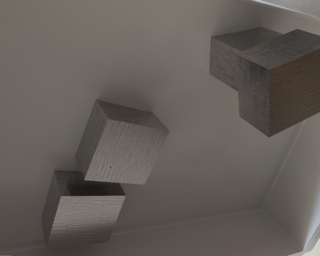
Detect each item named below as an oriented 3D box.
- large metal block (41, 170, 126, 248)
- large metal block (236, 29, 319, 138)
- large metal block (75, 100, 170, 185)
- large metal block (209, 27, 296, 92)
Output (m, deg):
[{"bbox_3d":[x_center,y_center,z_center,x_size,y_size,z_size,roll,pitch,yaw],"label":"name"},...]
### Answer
[{"bbox_3d":[-0.101,0.103,0.401,0.081,0.050,0.079,8,115,-32],"label":"large metal block"},{"bbox_3d":[0.132,-0.049,0.330,0.081,0.050,0.080,-24,127,-14],"label":"large metal block"},{"bbox_3d":[-0.047,0.019,0.378,0.081,0.050,0.079,12,113,-33],"label":"large metal block"},{"bbox_3d":[0.118,-0.085,0.385,0.081,0.080,0.050,-16,125,-19],"label":"large metal block"}]
